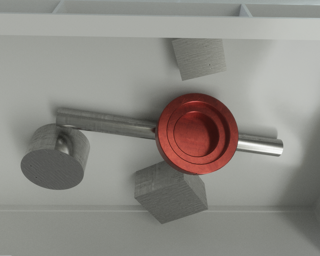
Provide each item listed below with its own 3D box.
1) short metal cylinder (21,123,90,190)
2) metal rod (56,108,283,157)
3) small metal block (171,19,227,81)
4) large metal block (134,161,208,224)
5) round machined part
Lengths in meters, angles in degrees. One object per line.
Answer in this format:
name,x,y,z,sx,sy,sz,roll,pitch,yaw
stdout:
short metal cylinder,-0.141,0.040,0.425,0.081,0.050,0.079,0,130,0
metal rod,0.018,0.007,0.415,0.302,0.025,0.025,8,130,-8
small metal block,0.043,-0.084,0.338,0.050,0.025,0.050,-12,129,9
large metal block,0.018,0.095,0.474,0.080,0.050,0.080,-24,127,18
round machined part,0.042,0.010,0.383,0.099,0.098,0.042,8,165,-8
